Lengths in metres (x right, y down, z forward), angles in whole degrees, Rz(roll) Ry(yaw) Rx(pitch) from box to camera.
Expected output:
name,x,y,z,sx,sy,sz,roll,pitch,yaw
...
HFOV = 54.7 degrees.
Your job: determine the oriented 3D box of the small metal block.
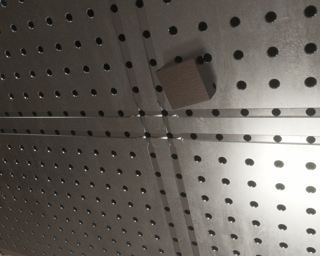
name,x,y,z,sx,sy,sz,roll,pitch,yaw
small metal block,0.030,-0.054,0.361,0.050,0.025,0.050,-13,112,33
